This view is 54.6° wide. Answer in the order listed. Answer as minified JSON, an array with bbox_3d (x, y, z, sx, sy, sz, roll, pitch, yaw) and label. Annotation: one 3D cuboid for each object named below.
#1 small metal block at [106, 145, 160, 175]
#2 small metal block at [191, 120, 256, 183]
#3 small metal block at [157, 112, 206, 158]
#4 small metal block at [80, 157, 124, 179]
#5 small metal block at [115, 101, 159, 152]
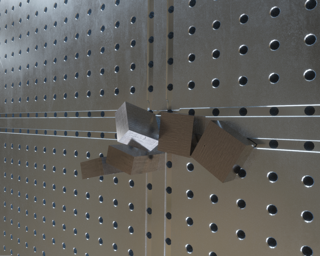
[{"bbox_3d":[-0.037,0.041,0.425,0.050,0.050,0.025,19,102,38],"label":"small metal block"},{"bbox_3d":[0.071,0.026,0.352,0.050,0.025,0.050,40,114,33],"label":"small metal block"},{"bbox_3d":[0.026,0.007,0.389,0.050,0.025,0.050,10,96,39],"label":"small metal block"},{"bbox_3d":[-0.081,0.058,0.462,0.050,0.050,0.025,-17,80,39],"label":"small metal block"},{"bbox_3d":[-0.030,-0.001,0.409,0.025,0.050,0.050,-44,41,32],"label":"small metal block"}]
